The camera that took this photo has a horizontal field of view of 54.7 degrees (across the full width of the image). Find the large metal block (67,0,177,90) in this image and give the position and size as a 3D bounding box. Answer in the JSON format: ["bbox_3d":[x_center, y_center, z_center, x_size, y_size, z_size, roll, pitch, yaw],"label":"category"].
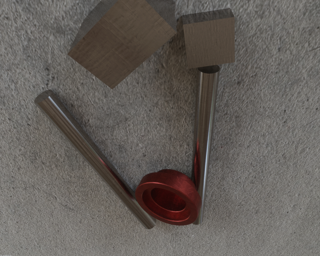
[{"bbox_3d":[-0.033,-0.096,0.289,0.080,0.080,0.050,-36,122,26],"label":"large metal block"}]

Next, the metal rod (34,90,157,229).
[{"bbox_3d":[-0.079,0.065,0.461,0.025,0.025,0.299,-19,128,15],"label":"metal rod"}]

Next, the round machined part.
[{"bbox_3d":[0.016,0.100,0.468,0.098,0.042,0.097,14,134,16],"label":"round machined part"}]

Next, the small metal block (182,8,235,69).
[{"bbox_3d":[0.051,-0.094,0.328,0.050,0.025,0.050,-7,130,5],"label":"small metal block"}]

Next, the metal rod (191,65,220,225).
[{"bbox_3d":[0.059,0.046,0.446,0.025,0.025,0.298,-2,130,1],"label":"metal rod"}]
